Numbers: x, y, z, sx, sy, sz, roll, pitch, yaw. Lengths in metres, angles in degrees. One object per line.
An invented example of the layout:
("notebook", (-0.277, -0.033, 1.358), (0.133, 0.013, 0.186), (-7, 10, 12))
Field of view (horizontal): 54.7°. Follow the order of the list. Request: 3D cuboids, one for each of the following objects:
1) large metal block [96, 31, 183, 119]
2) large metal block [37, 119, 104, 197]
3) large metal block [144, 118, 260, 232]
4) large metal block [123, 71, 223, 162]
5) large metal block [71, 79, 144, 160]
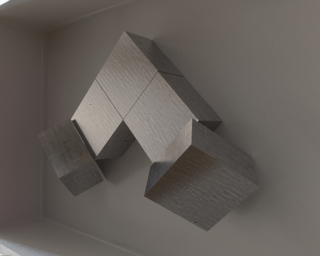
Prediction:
("large metal block", (-0.030, -0.067, 0.413), (0.080, 0.050, 0.080), (-51, 60, 28))
("large metal block", (-0.134, 0.047, 0.471), (0.080, 0.050, 0.080), (54, 164, 26))
("large metal block", (0.042, 0.050, 0.326), (0.080, 0.050, 0.080), (32, 118, -12))
("large metal block", (0.013, -0.009, 0.377), (0.080, 0.050, 0.080), (-51, 60, 28))
("large metal block", (-0.075, -0.012, 0.450), (0.080, 0.050, 0.080), (-51, 60, 28))
